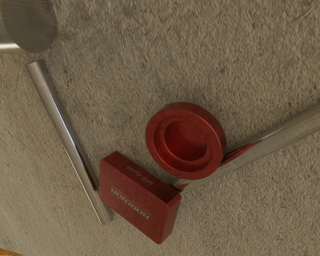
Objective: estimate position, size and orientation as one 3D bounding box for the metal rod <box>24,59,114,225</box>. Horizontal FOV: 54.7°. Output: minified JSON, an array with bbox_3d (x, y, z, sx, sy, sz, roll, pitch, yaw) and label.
[{"bbox_3d":[-0.139,0.036,0.502,0.025,0.025,0.298,-4,117,30],"label":"metal rod"}]

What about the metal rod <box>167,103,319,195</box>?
[{"bbox_3d":[0.108,0.027,0.366,0.025,0.025,0.299,49,129,-7],"label":"metal rod"}]

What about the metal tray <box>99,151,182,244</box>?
[{"bbox_3d":[-0.035,0.104,0.468,0.130,0.030,0.089,30,130,26],"label":"metal tray"}]

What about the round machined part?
[{"bbox_3d":[0.035,0.012,0.383,0.098,0.042,0.097,14,123,23],"label":"round machined part"}]

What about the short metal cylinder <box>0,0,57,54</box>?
[{"bbox_3d":[-0.177,-0.133,0.382,0.050,0.080,0.079,5,121,26],"label":"short metal cylinder"}]
